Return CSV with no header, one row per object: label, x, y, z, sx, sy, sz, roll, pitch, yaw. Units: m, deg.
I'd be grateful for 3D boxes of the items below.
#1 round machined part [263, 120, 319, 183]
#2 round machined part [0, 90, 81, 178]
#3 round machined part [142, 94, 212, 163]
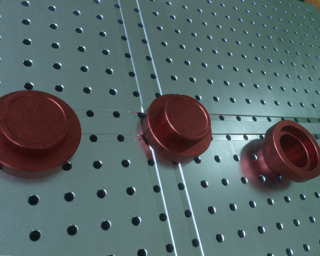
round machined part,0.202,0.039,0.485,0.099,0.042,0.098,14,56,-21
round machined part,-0.132,0.000,0.327,0.099,0.042,0.098,14,56,-21
round machined part,0.029,-0.006,0.418,0.099,0.042,0.098,14,56,-21
